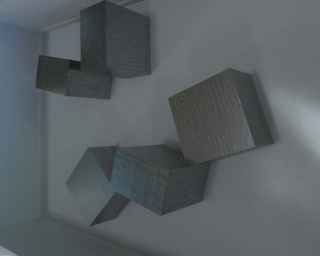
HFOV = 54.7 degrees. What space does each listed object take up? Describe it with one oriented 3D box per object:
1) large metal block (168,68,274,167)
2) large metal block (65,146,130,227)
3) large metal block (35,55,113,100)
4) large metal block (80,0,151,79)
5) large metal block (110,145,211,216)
[{"bbox_3d":[0.064,-0.008,0.336,0.080,0.050,0.080,-23,76,37],"label":"large metal block"},{"bbox_3d":[-0.085,0.084,0.459,0.080,0.050,0.080,52,120,27],"label":"large metal block"},{"bbox_3d":[-0.130,-0.077,0.476,0.080,0.081,0.050,17,101,38],"label":"large metal block"},{"bbox_3d":[-0.058,-0.114,0.417,0.050,0.081,0.079,-2,89,40],"label":"large metal block"},{"bbox_3d":[0.001,0.056,0.369,0.080,0.081,0.050,18,101,38],"label":"large metal block"}]
